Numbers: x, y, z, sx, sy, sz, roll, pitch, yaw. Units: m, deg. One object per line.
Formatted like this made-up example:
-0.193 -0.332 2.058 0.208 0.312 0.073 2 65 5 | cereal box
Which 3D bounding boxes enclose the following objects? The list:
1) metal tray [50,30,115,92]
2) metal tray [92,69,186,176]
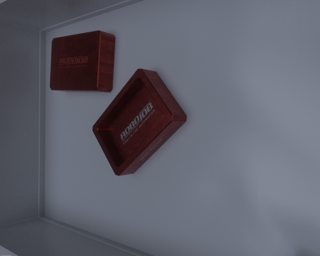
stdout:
-0.130 -0.105 0.508 0.130 0.030 0.089 6 94 39 | metal tray
-0.034 -0.006 0.429 0.129 0.030 0.090 -46 63 29 | metal tray
